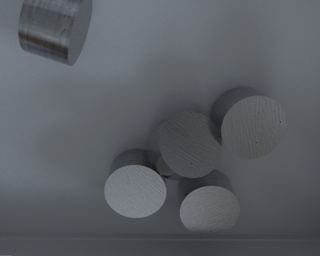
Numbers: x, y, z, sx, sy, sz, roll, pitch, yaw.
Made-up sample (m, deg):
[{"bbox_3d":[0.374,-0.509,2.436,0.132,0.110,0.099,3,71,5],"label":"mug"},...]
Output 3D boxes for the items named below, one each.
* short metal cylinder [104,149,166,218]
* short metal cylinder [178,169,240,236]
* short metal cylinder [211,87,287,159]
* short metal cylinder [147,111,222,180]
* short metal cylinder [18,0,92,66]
[{"bbox_3d":[-0.032,0.075,0.425,0.081,0.050,0.079,0,110,0],"label":"short metal cylinder"},{"bbox_3d":[0.067,0.103,0.437,0.081,0.050,0.079,0,110,-1],"label":"short metal cylinder"},{"bbox_3d":[0.111,-0.008,0.393,0.081,0.050,0.079,-2,109,-5],"label":"short metal cylinder"},{"bbox_3d":[0.029,0.024,0.387,0.081,0.050,0.080,4,76,-18],"label":"short metal cylinder"},{"bbox_3d":[-0.111,-0.114,0.338,0.050,0.080,0.079,18,109,-7],"label":"short metal cylinder"}]
